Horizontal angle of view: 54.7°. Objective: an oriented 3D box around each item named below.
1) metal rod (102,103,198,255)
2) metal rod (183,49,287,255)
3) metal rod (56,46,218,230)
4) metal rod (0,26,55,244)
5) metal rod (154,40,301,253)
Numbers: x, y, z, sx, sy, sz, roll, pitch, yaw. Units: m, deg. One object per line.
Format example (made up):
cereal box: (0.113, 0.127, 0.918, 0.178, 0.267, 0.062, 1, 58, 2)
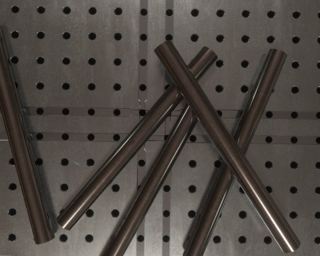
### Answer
metal rod: (-0.023, 0.098, 0.413, 0.025, 0.025, 0.299, 29, 90, -1)
metal rod: (0.100, 0.037, 0.414, 0.025, 0.025, 0.299, 23, 90, -1)
metal rod: (-0.030, 0.013, 0.412, 0.025, 0.025, 0.300, 40, 90, -1)
metal rod: (-0.190, 0.004, 0.410, 0.025, 0.025, 0.298, -15, 90, 0)
metal rod: (0.084, 0.023, 0.388, 0.025, 0.025, 0.299, -33, 90, 0)
